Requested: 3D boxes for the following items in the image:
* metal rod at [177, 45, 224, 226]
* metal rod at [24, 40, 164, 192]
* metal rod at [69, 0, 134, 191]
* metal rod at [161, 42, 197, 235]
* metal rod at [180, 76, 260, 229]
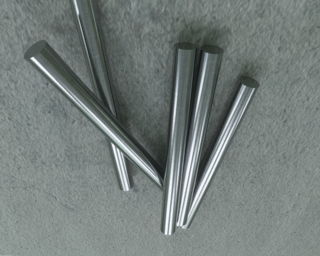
[{"bbox_3d":[0.045,0.034,0.424,0.025,0.025,0.298,3,127,-3],"label":"metal rod"},{"bbox_3d":[-0.048,0.013,0.387,0.025,0.025,0.300,-21,137,17],"label":"metal rod"},{"bbox_3d":[-0.064,-0.025,0.384,0.025,0.025,0.298,-4,130,3],"label":"metal rod"},{"bbox_3d":[0.020,0.036,0.414,0.025,0.025,0.298,2,123,-2],"label":"metal rod"},{"bbox_3d":[0.074,0.057,0.457,0.025,0.025,0.298,9,130,-8],"label":"metal rod"}]
